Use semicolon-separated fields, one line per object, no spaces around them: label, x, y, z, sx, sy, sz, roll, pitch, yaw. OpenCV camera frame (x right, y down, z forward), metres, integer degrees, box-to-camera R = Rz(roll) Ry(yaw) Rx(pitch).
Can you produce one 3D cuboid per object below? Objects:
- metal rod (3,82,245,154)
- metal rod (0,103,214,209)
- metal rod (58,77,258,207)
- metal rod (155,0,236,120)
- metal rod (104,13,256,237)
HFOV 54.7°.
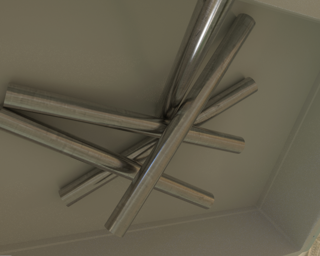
metal rod;-0.020;-0.004;0.373;0.302;0.025;0.025;12;112;-27
metal rod;-0.048;0.047;0.382;0.301;0.025;0.025;27;104;-28
metal rod;0.004;0.014;0.421;0.301;0.025;0.025;-31;129;-9
metal rod;0.032;-0.074;0.269;0.025;0.025;0.299;-19;163;-18
metal rod;0.028;-0.010;0.367;0.025;0.025;0.300;39;79;-39
